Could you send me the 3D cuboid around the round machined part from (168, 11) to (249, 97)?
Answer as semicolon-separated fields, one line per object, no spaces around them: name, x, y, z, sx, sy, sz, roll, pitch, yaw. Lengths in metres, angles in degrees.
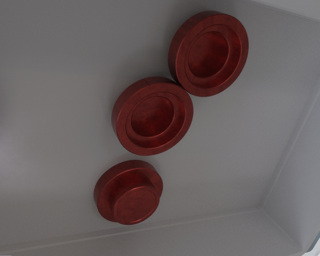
round machined part;0.053;-0.090;0.371;0.099;0.042;0.097;-14;124;-21

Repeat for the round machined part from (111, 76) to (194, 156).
round machined part;-0.012;-0.018;0.379;0.099;0.042;0.097;-14;125;-20

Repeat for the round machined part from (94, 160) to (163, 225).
round machined part;-0.039;0.097;0.436;0.099;0.042;0.097;-14;124;-21
